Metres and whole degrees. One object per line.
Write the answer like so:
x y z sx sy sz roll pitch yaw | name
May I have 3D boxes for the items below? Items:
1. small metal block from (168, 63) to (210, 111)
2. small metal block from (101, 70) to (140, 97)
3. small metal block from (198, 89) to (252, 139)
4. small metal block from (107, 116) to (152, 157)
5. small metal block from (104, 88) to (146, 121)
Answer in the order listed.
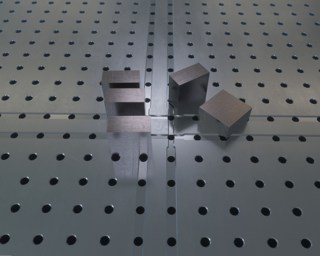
0.040 -0.058 0.441 0.050 0.050 0.025 -26 55 -20 | small metal block
-0.053 -0.053 0.436 0.050 0.050 0.025 -1 50 -1 | small metal block
0.088 -0.020 0.425 0.050 0.025 0.050 -37 59 -27 | small metal block
-0.036 0.011 0.382 0.050 0.050 0.025 -1 50 -1 | small metal block
-0.044 -0.026 0.413 0.050 0.050 0.025 0 50 0 | small metal block
